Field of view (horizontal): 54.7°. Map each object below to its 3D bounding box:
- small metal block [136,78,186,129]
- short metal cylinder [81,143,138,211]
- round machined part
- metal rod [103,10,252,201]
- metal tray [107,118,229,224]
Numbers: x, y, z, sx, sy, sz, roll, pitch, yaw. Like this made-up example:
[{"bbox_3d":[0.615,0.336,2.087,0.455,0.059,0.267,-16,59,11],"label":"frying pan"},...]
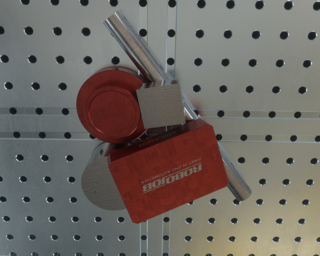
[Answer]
[{"bbox_3d":[0.003,-0.030,0.373,0.050,0.025,0.050,-8,113,8],"label":"small metal block"},{"bbox_3d":[-0.060,0.063,0.418,0.081,0.050,0.079,0,110,0],"label":"short metal cylinder"},{"bbox_3d":[-0.057,-0.024,0.390,0.099,0.042,0.097,0,110,1],"label":"round machined part"},{"bbox_3d":[0.032,-0.017,0.403,0.025,0.025,0.300,-35,107,12],"label":"metal rod"},{"bbox_3d":[0.011,0.053,0.385,0.131,0.030,0.090,-21,110,-6],"label":"metal tray"}]
